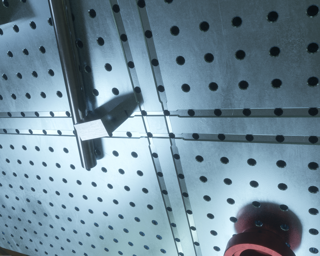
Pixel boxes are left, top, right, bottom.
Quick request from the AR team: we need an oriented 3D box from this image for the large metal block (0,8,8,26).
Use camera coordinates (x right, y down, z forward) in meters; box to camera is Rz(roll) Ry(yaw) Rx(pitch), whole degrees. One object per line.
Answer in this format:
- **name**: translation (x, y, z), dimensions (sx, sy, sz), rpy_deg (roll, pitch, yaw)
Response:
- **large metal block**: translation (-0.278, -0.172, 0.436), dimensions (0.080, 0.050, 0.080), rpy_deg (-6, 115, 31)

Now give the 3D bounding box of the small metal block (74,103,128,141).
- **small metal block**: translation (-0.082, -0.009, 0.433), dimensions (0.050, 0.050, 0.025), rpy_deg (-10, 113, 32)

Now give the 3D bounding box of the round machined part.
- **round machined part**: translation (0.143, 0.183, 0.438), dimensions (0.098, 0.042, 0.097), rpy_deg (13, 124, 21)

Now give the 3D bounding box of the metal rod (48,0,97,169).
- **metal rod**: translation (-0.121, -0.068, 0.432), dimensions (0.025, 0.025, 0.298), rpy_deg (12, 124, 22)
